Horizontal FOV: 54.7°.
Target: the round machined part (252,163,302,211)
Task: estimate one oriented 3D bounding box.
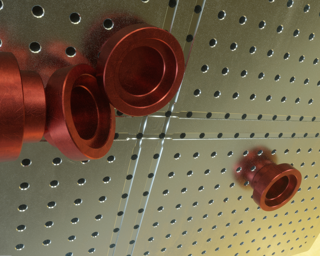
[{"bbox_3d":[0.215,0.106,0.587,0.099,0.042,0.097,-14,125,-21],"label":"round machined part"}]

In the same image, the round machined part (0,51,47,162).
[{"bbox_3d":[-0.134,-0.019,0.281,0.042,0.098,0.097,-3,120,-36],"label":"round machined part"}]

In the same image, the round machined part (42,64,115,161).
[{"bbox_3d":[-0.088,-0.014,0.321,0.042,0.098,0.098,-8,131,18],"label":"round machined part"}]

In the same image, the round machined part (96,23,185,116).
[{"bbox_3d":[-0.024,-0.066,0.343,0.099,0.042,0.097,-17,124,-27],"label":"round machined part"}]
